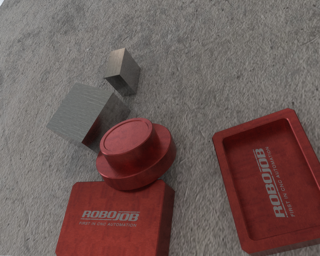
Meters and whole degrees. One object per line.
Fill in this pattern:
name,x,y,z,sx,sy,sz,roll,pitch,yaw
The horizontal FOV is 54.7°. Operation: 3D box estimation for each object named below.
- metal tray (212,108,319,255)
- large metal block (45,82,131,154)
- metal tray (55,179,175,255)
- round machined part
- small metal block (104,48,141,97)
metal tray,0.112,0.051,0.310,0.090,0.030,0.130,-20,54,16
large metal block,-0.103,-0.013,0.450,0.080,0.050,0.080,18,71,35
metal tray,-0.052,0.109,0.361,0.130,0.030,0.090,-6,59,25
round machined part,-0.033,0.024,0.375,0.098,0.042,0.098,-16,33,11
small metal block,-0.055,-0.083,0.468,0.025,0.050,0.050,-8,58,24
